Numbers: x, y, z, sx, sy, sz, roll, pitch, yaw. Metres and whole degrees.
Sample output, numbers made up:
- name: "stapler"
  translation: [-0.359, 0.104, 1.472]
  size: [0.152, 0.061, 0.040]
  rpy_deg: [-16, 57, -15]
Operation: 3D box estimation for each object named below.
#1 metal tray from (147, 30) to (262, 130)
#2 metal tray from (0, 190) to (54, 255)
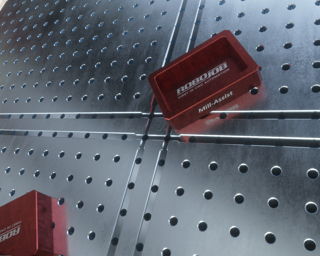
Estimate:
- name: "metal tray"
  translation: [0.056, -0.065, 0.416]
  size: [0.130, 0.030, 0.090]
  rpy_deg: [-29, 52, 9]
- name: "metal tray"
  translation: [-0.209, 0.152, 0.423]
  size: [0.130, 0.030, 0.090]
  rpy_deg: [-27, 52, 11]
